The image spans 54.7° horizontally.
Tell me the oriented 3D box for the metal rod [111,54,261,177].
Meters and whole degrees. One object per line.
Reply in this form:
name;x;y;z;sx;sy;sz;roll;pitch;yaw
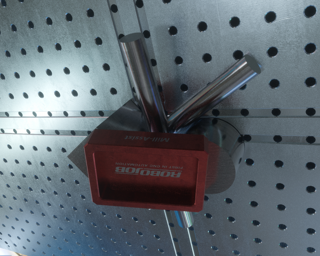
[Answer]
metal rod;0.004;0.006;0.412;0.025;0.025;0.299;47;129;-6

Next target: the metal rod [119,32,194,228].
metal rod;0.006;0.027;0.394;0.025;0.025;0.298;4;130;26

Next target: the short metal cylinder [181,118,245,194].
short metal cylinder;0.059;0.034;0.383;0.080;0.050;0.079;13;124;20

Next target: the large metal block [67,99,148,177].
large metal block;-0.065;0.018;0.418;0.050;0.080;0.080;47;129;-5

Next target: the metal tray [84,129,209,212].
metal tray;-0.014;0.050;0.353;0.131;0.030;0.089;3;122;5
